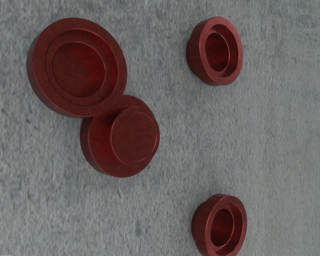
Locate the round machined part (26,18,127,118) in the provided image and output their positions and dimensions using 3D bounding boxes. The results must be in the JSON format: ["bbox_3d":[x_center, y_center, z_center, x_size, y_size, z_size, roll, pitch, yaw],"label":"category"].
[{"bbox_3d":[-0.087,-0.059,0.320,0.099,0.042,0.097,2,87,-38],"label":"round machined part"}]

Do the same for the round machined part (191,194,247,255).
[{"bbox_3d":[0.086,0.148,0.468,0.099,0.042,0.097,0,90,-40],"label":"round machined part"}]

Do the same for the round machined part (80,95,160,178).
[{"bbox_3d":[-0.039,0.009,0.363,0.099,0.042,0.097,0,90,-40],"label":"round machined part"}]

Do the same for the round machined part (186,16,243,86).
[{"bbox_3d":[0.077,-0.111,0.460,0.099,0.042,0.097,0,90,-40],"label":"round machined part"}]
